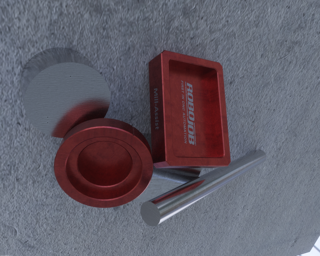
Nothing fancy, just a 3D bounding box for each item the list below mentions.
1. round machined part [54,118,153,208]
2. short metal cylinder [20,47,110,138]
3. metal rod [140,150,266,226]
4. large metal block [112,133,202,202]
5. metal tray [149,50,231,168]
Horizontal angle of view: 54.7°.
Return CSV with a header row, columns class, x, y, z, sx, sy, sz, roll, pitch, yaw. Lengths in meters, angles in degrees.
class,x,y,z,sx,sy,sz,roll,pitch,yaw
round machined part,-0.058,0.033,0.330,0.099,0.042,0.097,-3,116,-5
short metal cylinder,-0.097,-0.037,0.317,0.081,0.050,0.079,-14,125,-21
metal rod,0.082,0.066,0.420,0.302,0.025,0.025,-11,127,-52
large metal block,-0.006,0.048,0.400,0.081,0.080,0.050,4,116,-31
metal tray,0.035,-0.019,0.365,0.091,0.030,0.129,5,76,-31
